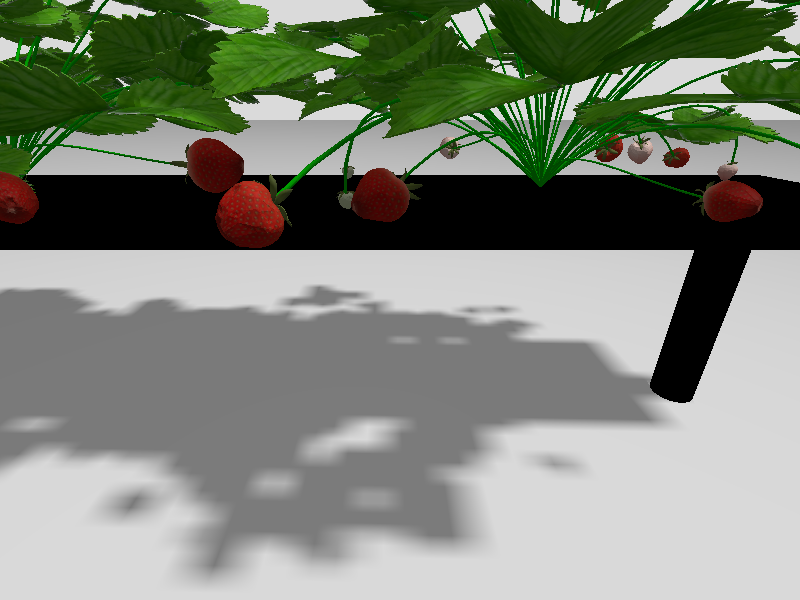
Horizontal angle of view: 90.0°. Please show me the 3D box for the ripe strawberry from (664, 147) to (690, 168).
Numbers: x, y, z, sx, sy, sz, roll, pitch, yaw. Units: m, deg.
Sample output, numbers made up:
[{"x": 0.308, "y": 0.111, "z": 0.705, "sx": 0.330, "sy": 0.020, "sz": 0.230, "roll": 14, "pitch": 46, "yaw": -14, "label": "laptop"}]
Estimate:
[{"x": 0.303, "y": -0.155, "z": 0.437, "sx": 0.024, "sy": 0.021, "sz": 0.024, "roll": -2, "pitch": 23, "yaw": -33, "label": "ripe strawberry"}]

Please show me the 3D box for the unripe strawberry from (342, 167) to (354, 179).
[{"x": -0.044, "y": -0.108, "z": 0.338, "sx": 0.010, "sy": 0.010, "sz": 0.009, "roll": 0, "pitch": 26, "yaw": 1, "label": "unripe strawberry"}]

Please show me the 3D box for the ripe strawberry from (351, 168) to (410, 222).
[{"x": -0.012, "y": -0.058, "z": 0.225, "sx": 0.033, "sy": 0.028, "sz": 0.033, "roll": -34, "pitch": 40, "yaw": -30, "label": "ripe strawberry"}]

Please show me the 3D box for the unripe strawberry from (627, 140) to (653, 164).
[{"x": 0.291, "y": -0.178, "z": 0.485, "sx": 0.026, "sy": 0.027, "sz": 0.028, "roll": 24, "pitch": -19, "yaw": 41, "label": "unripe strawberry"}]

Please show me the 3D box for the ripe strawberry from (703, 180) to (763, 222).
[{"x": 0.188, "y": -0.055, "z": 0.226, "sx": 0.026, "sy": 0.023, "sz": 0.026, "roll": -13, "pitch": 29, "yaw": -26, "label": "ripe strawberry"}]

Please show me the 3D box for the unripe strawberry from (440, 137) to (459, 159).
[{"x": 0.064, "y": -0.202, "z": 0.531, "sx": 0.027, "sy": 0.028, "sz": 0.029, "roll": -6, "pitch": 26, "yaw": -13, "label": "unripe strawberry"}]

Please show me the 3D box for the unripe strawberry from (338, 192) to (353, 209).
[{"x": -0.031, "y": -0.059, "z": 0.236, "sx": 0.010, "sy": 0.010, "sz": 0.009, "roll": -18, "pitch": 31, "yaw": -32, "label": "unripe strawberry"}]

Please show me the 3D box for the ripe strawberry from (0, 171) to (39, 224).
[{"x": -0.216, "y": -0.055, "z": 0.221, "sx": 0.025, "sy": 0.028, "sz": 0.027, "roll": -21, "pitch": 49, "yaw": -37, "label": "ripe strawberry"}]

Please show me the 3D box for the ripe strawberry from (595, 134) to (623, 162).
[{"x": 0.253, "y": -0.183, "z": 0.481, "sx": 0.029, "sy": 0.032, "sz": 0.031, "roll": 19, "pitch": 29, "yaw": 35, "label": "ripe strawberry"}]

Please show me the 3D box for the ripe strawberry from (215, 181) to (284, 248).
[{"x": -0.069, "y": -0.038, "z": 0.182, "sx": 0.029, "sy": 0.030, "sz": 0.026, "roll": -39, "pitch": 42, "yaw": -25, "label": "ripe strawberry"}]

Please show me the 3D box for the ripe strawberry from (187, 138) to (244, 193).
[{"x": -0.144, "y": -0.107, "z": 0.319, "sx": 0.042, "sy": 0.041, "sz": 0.039, "roll": 3, "pitch": 26, "yaw": 4, "label": "ripe strawberry"}]
